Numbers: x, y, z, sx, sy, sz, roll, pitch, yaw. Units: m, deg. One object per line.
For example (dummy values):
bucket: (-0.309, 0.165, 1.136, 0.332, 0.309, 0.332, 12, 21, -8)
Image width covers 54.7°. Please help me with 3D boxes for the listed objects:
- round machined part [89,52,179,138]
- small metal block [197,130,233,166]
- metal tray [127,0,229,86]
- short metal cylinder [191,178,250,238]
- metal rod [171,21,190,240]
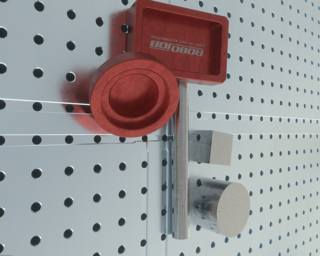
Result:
round machined part: (-0.031, -0.040, 0.353, 0.099, 0.042, 0.097, -9, 126, -13)
small metal block: (0.087, 0.032, 0.485, 0.050, 0.025, 0.050, 11, 83, -40)
metal tray: (0.025, -0.107, 0.401, 0.131, 0.030, 0.089, 3, 89, -22)
short metal cylinder: (0.093, 0.120, 0.474, 0.081, 0.050, 0.079, 0, 90, -40)
metal rod: (0.028, 0.004, 0.434, 0.025, 0.025, 0.298, -1, 91, -40)
